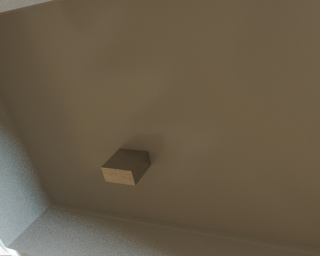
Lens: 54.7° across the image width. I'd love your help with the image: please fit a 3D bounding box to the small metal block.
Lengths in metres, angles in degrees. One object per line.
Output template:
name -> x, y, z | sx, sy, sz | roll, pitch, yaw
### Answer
small metal block -> -0.048, 0.055, 0.451 | 0.050, 0.050, 0.025 | 3, 120, 26
